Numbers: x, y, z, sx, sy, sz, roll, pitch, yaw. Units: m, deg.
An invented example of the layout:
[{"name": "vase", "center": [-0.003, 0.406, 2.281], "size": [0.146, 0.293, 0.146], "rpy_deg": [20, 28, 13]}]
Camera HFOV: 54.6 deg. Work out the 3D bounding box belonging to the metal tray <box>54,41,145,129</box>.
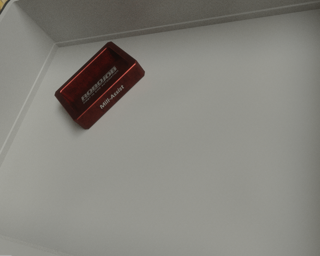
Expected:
[{"name": "metal tray", "center": [-0.099, -0.071, 0.499], "size": [0.130, 0.030, 0.090], "rpy_deg": [-44, 51, -3]}]
